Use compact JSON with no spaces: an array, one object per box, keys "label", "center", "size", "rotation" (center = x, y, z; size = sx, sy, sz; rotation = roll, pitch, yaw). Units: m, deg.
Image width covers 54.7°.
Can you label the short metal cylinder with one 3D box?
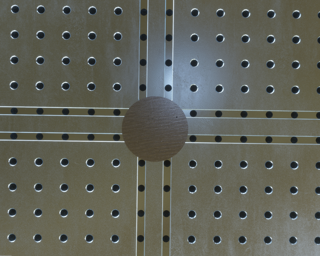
[{"label":"short metal cylinder","center":[-0.006,0.001,0.400],"size":[0.081,0.050,0.079],"rotation":[0,90,-1]}]
